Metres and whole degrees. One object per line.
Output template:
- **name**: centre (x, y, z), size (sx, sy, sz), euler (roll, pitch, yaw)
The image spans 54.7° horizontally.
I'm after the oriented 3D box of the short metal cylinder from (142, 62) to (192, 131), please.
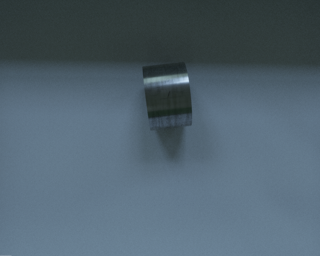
- **short metal cylinder**: centre (0.009, -0.039, 0.384), size (0.050, 0.080, 0.079), euler (-7, 90, 0)
